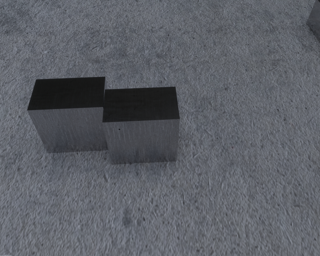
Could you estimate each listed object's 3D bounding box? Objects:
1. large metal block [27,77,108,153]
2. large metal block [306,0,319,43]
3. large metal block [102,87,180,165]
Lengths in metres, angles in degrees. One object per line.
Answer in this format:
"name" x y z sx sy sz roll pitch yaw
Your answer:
"large metal block" -0.103 -0.014 0.379 0.081 0.080 0.050 -3 50 -2
"large metal block" 0.321 -0.187 0.546 0.081 0.050 0.080 -3 50 -3
"large metal block" -0.021 -0.001 0.368 0.081 0.080 0.050 -3 50 -2
